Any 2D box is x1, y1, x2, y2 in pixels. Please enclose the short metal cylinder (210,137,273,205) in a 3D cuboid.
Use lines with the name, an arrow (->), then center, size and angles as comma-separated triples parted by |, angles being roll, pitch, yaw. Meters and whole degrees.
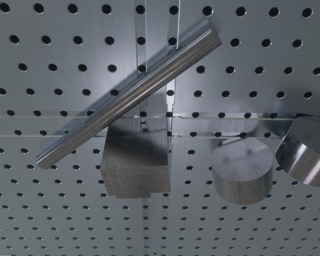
short metal cylinder -> 0.113, 0.058, 0.426 | 0.080, 0.080, 0.050 | -9, 130, 8

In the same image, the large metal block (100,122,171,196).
large metal block -> -0.029, 0.039, 0.409 | 0.080, 0.080, 0.050 | -4, 130, 3

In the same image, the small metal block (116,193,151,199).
small metal block -> -0.039, 0.077, 0.460 | 0.050, 0.050, 0.025 | -2, 130, 1

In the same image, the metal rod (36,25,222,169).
metal rod -> -0.055, -0.025, 0.389 | 0.299, 0.025, 0.025 | -33, 123, 24

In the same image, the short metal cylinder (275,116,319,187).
short metal cylinder -> 0.200, 0.029, 0.403 | 0.081, 0.080, 0.050 | 8, 130, -7
